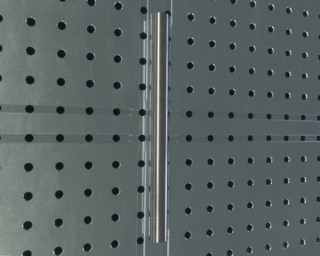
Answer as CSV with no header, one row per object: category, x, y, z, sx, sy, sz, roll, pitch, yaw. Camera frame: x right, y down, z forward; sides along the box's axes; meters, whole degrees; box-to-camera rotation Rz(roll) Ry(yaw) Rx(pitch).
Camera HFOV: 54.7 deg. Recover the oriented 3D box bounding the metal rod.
metal rod,-0.001,-0.001,0.413,0.025,0.025,0.298,0,90,-20
